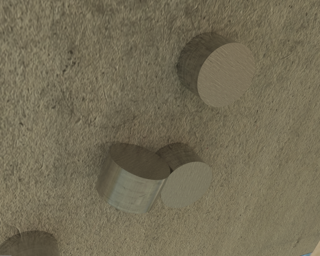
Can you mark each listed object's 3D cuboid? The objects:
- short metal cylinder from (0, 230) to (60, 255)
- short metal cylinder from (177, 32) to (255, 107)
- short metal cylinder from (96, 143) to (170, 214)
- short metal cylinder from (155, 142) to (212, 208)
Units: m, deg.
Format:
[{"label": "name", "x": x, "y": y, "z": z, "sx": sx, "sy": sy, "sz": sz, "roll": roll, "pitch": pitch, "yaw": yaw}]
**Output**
[{"label": "short metal cylinder", "x": -0.173, "y": 0.184, "z": 0.410, "sx": 0.081, "sy": 0.050, "sz": 0.079, "roll": -14, "pitch": 124, "yaw": -21}, {"label": "short metal cylinder", "x": 0.068, "y": -0.072, "z": 0.383, "sx": 0.081, "sy": 0.050, "sz": 0.079, "roll": -14, "pitch": 124, "yaw": -21}, {"label": "short metal cylinder", "x": -0.034, "y": 0.061, "z": 0.391, "sx": 0.081, "sy": 0.080, "sz": 0.050, "roll": 11, "pitch": 113, "yaw": -33}, {"label": "short metal cylinder", "x": 0.027, "y": 0.068, "z": 0.447, "sx": 0.081, "sy": 0.050, "sz": 0.079, "roll": -14, "pitch": 124, "yaw": -21}]
